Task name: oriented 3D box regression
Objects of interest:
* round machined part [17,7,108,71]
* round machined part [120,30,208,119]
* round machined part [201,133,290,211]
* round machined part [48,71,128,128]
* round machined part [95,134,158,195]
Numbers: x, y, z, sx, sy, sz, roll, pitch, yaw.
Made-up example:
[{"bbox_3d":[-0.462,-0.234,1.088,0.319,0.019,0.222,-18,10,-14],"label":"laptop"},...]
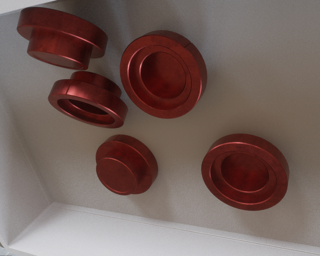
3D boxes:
[{"bbox_3d":[-0.113,-0.097,0.359,0.098,0.098,0.042,10,86,23],"label":"round machined part"},{"bbox_3d":[0.007,-0.063,0.355,0.098,0.042,0.097,13,124,21],"label":"round machined part"},{"bbox_3d":[0.103,0.048,0.373,0.098,0.042,0.097,13,124,21],"label":"round machined part"},{"bbox_3d":[-0.088,-0.038,0.400,0.098,0.042,0.098,14,161,5],"label":"round machined part"},{"bbox_3d":[-0.056,0.062,0.466,0.098,0.042,0.097,13,124,21],"label":"round machined part"}]
